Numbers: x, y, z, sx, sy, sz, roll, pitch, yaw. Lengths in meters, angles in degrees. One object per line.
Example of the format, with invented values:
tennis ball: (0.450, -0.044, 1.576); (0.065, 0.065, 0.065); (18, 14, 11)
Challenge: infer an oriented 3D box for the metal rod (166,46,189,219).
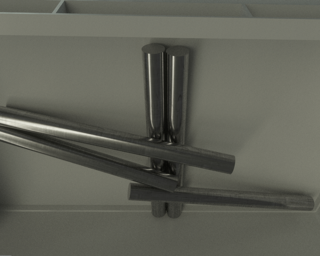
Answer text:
metal rod: (0.021, 0.030, 0.431); (0.025, 0.025, 0.298); (-1, 130, 0)

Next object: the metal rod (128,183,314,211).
metal rod: (0.102, 0.108, 0.478); (0.302, 0.025, 0.025); (7, 130, -14)

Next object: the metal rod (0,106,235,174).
metal rod: (-0.055, 0.016, 0.394); (0.302, 0.025, 0.025); (12, 129, -2)

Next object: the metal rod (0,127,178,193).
metal rod: (-0.121, 0.033, 0.417); (0.302, 0.025, 0.025); (18, 128, -9)

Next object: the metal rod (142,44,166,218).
metal rod: (-0.005, 0.028, 0.429); (0.025, 0.025, 0.298); (-1, 130, 0)
